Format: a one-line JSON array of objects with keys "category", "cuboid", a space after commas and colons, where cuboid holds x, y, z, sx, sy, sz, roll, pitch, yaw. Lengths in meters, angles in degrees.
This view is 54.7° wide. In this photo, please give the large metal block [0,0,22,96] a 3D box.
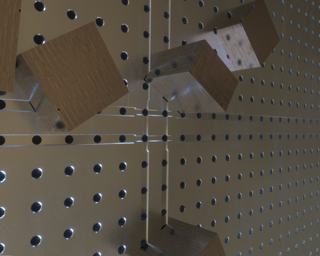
[{"category": "large metal block", "cuboid": [-0.167, -0.072, 0.253, 0.081, 0.050, 0.080, 6, 86, -40]}]

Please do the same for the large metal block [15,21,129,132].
[{"category": "large metal block", "cuboid": [-0.092, -0.051, 0.317, 0.080, 0.050, 0.080, -40, 115, -33]}]

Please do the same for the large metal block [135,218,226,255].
[{"category": "large metal block", "cuboid": [0.027, 0.171, 0.399, 0.081, 0.080, 0.050, -34, 112, -35]}]

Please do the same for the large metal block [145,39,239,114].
[{"category": "large metal block", "cuboid": [0.043, -0.063, 0.411, 0.080, 0.080, 0.050, 41, 65, -33]}]

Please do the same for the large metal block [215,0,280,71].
[{"category": "large metal block", "cuboid": [0.149, -0.156, 0.521, 0.080, 0.050, 0.080, -50, 120, -28]}]
